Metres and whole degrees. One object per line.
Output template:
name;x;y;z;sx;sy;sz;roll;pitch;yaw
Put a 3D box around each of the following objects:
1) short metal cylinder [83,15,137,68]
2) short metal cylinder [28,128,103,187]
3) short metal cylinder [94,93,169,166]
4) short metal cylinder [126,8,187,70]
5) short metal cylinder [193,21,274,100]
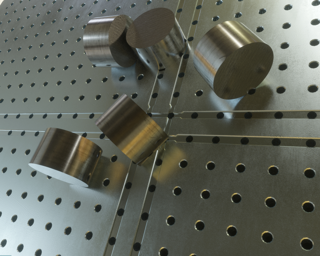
short metal cylinder;-0.075;-0.137;0.495;0.050;0.080;0.080;7;65;31
short metal cylinder;-0.124;0.040;0.411;0.080;0.080;0.050;6;65;30
short metal cylinder;-0.035;0.002;0.389;0.050;0.080;0.080;-46;51;-3
short metal cylinder;-0.005;-0.137;0.477;0.080;0.050;0.080;-13;56;20
short metal cylinder;0.088;-0.081;0.376;0.080;0.080;0.050;-34;52;5
